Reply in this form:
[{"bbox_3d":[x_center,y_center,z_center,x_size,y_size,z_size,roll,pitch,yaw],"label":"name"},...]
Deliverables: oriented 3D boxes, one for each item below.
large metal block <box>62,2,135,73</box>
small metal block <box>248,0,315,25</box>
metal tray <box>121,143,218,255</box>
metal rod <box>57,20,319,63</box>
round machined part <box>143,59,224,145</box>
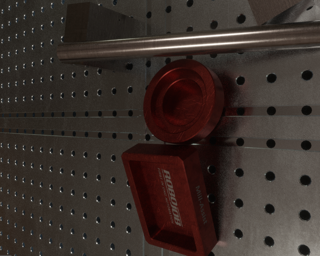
[{"bbox_3d":[-0.087,-0.126,0.443,0.050,0.081,0.079,14,99,39],"label":"large metal block"},{"bbox_3d":[0.118,-0.134,0.311,0.050,0.025,0.050,-26,74,36],"label":"small metal block"},{"bbox_3d":[0.011,0.084,0.367,0.090,0.030,0.129,0,111,39],"label":"metal tray"},{"bbox_3d":[0.016,-0.091,0.339,0.301,0.025,0.025,2,91,22],"label":"metal rod"},{"bbox_3d":[0.031,-0.028,0.364,0.098,0.042,0.098,-9,75,36],"label":"round machined part"}]
